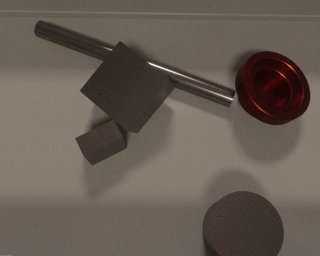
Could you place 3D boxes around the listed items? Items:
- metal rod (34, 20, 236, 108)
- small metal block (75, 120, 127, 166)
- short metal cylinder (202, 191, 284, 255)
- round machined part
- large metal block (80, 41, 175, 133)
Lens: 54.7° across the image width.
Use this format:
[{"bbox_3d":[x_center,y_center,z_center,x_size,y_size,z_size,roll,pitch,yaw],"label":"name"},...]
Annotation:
[{"bbox_3d":[-0.040,-0.094,0.443,0.301,0.025,0.025,21,71,7],"label":"metal rod"},{"bbox_3d":[-0.072,0.019,0.388,0.050,0.050,0.025,-27,73,-10],"label":"small metal block"},{"bbox_3d":[0.092,0.116,0.355,0.081,0.050,0.080,0,70,0],"label":"short metal cylinder"},{"bbox_3d":[0.144,-0.049,0.412,0.099,0.042,0.098,6,69,-15],"label":"round machined part"},{"bbox_3d":[-0.040,-0.050,0.400,0.080,0.050,0.080,40,93,10],"label":"large metal block"}]
